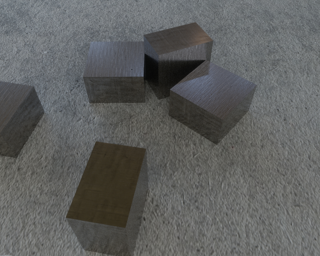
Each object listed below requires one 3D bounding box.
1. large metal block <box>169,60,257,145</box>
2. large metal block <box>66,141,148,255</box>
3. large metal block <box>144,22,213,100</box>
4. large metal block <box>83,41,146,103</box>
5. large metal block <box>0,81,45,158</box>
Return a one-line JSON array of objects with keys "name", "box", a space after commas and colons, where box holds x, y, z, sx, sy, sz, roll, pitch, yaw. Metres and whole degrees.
[{"name": "large metal block", "box": [0.069, -0.037, 0.418, 0.080, 0.050, 0.080, 33, 57, 24]}, {"name": "large metal block", "box": [-0.045, 0.072, 0.307, 0.050, 0.080, 0.080, 8, 51, 6]}, {"name": "large metal block", "box": [0.025, -0.096, 0.449, 0.081, 0.080, 0.050, -19, 53, -15]}, {"name": "large metal block", "box": [-0.062, -0.083, 0.456, 0.081, 0.050, 0.080, -1, 50, -1]}, {"name": "large metal block", "box": [-0.210, -0.014, 0.398, 0.080, 0.050, 0.080, 9, 51, 8]}]
